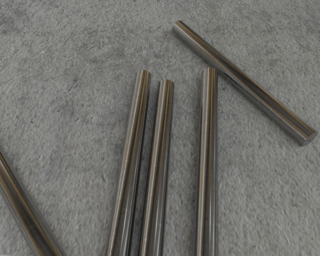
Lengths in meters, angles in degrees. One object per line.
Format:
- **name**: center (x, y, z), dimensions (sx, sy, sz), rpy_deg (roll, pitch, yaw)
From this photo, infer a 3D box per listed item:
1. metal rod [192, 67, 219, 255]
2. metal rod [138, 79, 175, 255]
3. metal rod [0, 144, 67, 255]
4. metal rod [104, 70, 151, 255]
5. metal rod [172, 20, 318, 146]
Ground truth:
- **metal rod**: center (0.058, 0.031, 0.377), dimensions (0.025, 0.025, 0.300), rpy_deg (5, 50, 4)
- **metal rod**: center (-0.002, 0.052, 0.358), dimensions (0.025, 0.025, 0.300), rpy_deg (4, 50, 3)
- **metal rod**: center (-0.167, 0.065, 0.346), dimensions (0.025, 0.025, 0.300), rpy_deg (-32, 57, -24)
- **metal rod**: center (-0.034, 0.036, 0.372), dimensions (0.025, 0.025, 0.300), rpy_deg (3, 50, 2)
- **metal rod**: center (0.112, -0.084, 0.474), dimensions (0.025, 0.025, 0.300), rpy_deg (-25, 55, -20)
